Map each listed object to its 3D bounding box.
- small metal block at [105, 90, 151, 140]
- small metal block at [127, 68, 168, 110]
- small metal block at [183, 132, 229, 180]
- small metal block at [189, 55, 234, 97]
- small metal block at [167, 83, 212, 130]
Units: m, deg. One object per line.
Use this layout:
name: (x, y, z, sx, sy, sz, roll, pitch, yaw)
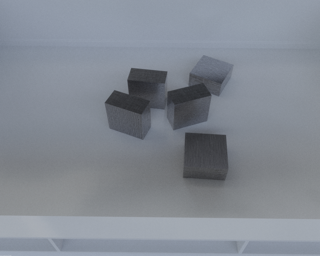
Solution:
small metal block: (-0.040, -0.016, 0.402, 0.050, 0.050, 0.025, 18, 53, 14)
small metal block: (-0.016, -0.054, 0.434, 0.050, 0.050, 0.025, 6, 51, 5)
small metal block: (0.054, 0.034, 0.377, 0.050, 0.025, 0.050, 4, 50, 3)
small metal block: (0.078, -0.081, 0.473, 0.050, 0.025, 0.050, 23, 54, 18)
small metal block: (0.038, -0.028, 0.412, 0.050, 0.050, 0.025, -15, 52, -12)
